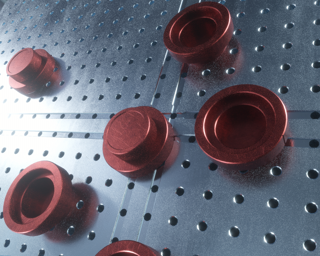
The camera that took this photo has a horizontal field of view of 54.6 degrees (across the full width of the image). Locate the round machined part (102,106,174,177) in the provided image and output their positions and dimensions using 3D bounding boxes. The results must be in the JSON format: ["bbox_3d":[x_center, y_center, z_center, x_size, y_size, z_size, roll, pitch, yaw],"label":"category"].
[{"bbox_3d":[-0.035,0.012,0.410,0.098,0.042,0.098,-13,56,21],"label":"round machined part"}]

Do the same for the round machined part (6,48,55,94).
[{"bbox_3d":[-0.260,-0.118,0.608,0.098,0.042,0.098,-13,56,21],"label":"round machined part"}]

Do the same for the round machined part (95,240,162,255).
[{"bbox_3d":[-0.030,0.167,0.311,0.098,0.042,0.098,-13,56,21],"label":"round machined part"}]

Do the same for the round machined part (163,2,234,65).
[{"bbox_3d":[0.058,-0.131,0.448,0.098,0.042,0.098,-13,56,21],"label":"round machined part"}]

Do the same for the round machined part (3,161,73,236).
[{"bbox_3d":[-0.160,0.097,0.423,0.098,0.042,0.098,-13,56,21],"label":"round machined part"}]

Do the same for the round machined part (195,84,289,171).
[{"bbox_3d":[0.092,0.003,0.348,0.098,0.042,0.098,-13,56,21],"label":"round machined part"}]
